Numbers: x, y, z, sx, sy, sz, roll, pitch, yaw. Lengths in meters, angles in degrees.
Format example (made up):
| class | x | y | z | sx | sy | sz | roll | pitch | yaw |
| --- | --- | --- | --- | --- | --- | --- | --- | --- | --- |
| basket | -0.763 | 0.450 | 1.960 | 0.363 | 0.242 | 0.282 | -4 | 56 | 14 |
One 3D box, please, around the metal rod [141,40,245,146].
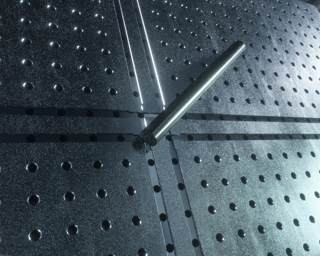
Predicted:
| class | x | y | z | sx | sy | sz | roll | pitch | yaw |
| --- | --- | --- | --- | --- | --- | --- | --- | --- | --- |
| metal rod | 0.067 | -0.070 | 0.489 | 0.025 | 0.025 | 0.302 | 43 | 51 | 1 |
